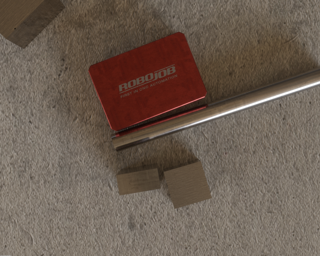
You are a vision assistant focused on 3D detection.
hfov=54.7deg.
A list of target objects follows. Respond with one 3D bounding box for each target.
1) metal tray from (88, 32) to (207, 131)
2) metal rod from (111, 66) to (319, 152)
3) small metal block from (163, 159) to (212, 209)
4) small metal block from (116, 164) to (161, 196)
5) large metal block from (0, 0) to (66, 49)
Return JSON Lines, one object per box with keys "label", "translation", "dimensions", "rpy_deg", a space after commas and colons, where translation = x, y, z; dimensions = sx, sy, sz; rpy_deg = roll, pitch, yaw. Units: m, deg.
{"label": "metal tray", "translation": [-0.016, -0.059, 0.407], "dimensions": [0.131, 0.030, 0.090], "rpy_deg": [-21, 90, -1]}
{"label": "metal rod", "translation": [0.083, -0.027, 0.411], "dimensions": [0.302, 0.025, 0.025], "rpy_deg": [-18, 90, -1]}
{"label": "small metal block", "translation": [0.036, 0.073, 0.411], "dimensions": [0.050, 0.025, 0.050], "rpy_deg": [-16, 90, -1]}
{"label": "small metal block", "translation": [-0.026, 0.065, 0.397], "dimensions": [0.050, 0.050, 0.025], "rpy_deg": [-10, 90, 0]}
{"label": "large metal block", "translation": [-0.185, -0.163, 0.395], "dimensions": [0.080, 0.050, 0.080], "rpy_deg": [44, 90, -1]}
